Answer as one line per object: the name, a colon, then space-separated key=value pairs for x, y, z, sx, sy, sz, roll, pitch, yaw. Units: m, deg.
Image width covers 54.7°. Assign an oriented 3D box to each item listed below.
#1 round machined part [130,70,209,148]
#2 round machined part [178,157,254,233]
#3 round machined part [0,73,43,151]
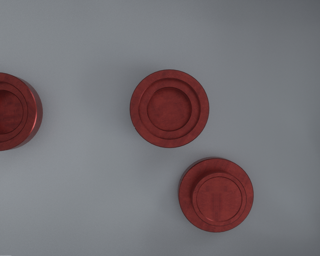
round machined part: x=0.012 y=-0.024 z=0.403 sx=0.099 sy=0.042 sz=0.097 roll=0 pitch=90 yaw=0
round machined part: x=0.073 y=0.088 z=0.403 sx=0.099 sy=0.042 sz=0.097 roll=0 pitch=90 yaw=0
round machined part: x=-0.201 y=-0.020 z=0.401 sx=0.099 sy=0.042 sz=0.097 roll=0 pitch=90 yaw=0
